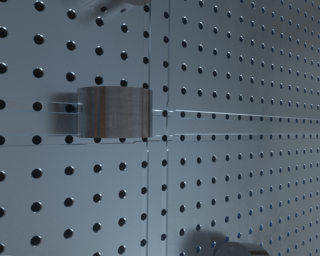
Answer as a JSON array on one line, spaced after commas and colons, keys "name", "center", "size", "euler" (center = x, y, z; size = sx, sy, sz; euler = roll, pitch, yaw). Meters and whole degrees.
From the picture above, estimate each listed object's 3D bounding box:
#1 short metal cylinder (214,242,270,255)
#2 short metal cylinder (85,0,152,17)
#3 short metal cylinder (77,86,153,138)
[{"name": "short metal cylinder", "center": [0.130, 0.222, 0.486], "size": [0.050, 0.080, 0.080], "euler": [21, 77, -39]}, {"name": "short metal cylinder", "center": [-0.047, -0.174, 0.354], "size": [0.081, 0.050, 0.079], "euler": [0, 90, -40]}, {"name": "short metal cylinder", "center": [-0.048, -0.015, 0.334], "size": [0.081, 0.080, 0.050], "euler": [0, 90, -40]}]
